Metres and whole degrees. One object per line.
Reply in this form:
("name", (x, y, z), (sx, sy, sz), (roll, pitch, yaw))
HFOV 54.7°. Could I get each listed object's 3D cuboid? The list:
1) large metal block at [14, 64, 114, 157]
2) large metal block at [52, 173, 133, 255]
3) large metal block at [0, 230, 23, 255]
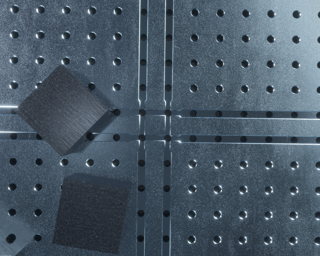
("large metal block", (-0.120, -0.022, 0.399), (0.080, 0.050, 0.080), (44, 90, -1))
("large metal block", (-0.084, 0.108, 0.400), (0.080, 0.050, 0.080), (10, 90, -1))
("large metal block", (-0.245, 0.169, 0.398), (0.080, 0.050, 0.080), (42, 90, -1))
